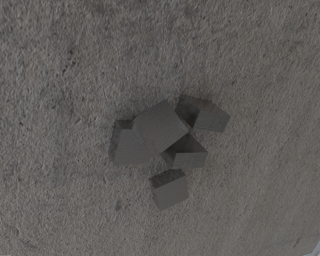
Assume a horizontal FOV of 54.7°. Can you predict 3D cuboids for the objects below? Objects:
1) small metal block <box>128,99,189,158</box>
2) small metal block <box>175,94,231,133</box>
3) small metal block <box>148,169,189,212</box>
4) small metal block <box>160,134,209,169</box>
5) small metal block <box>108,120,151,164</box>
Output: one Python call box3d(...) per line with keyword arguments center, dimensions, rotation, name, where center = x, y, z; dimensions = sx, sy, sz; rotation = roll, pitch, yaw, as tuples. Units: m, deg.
box3d(center=(-0.001, 0.000, 0.378), dimensions=(0.050, 0.050, 0.025), rotation=(-35, 178, -37), name="small metal block")
box3d(center=(0.055, -0.019, 0.409), dimensions=(0.050, 0.050, 0.025), rotation=(8, 115, -32), name="small metal block")
box3d(center=(0.014, 0.092, 0.472), dimensions=(0.050, 0.025, 0.050), rotation=(-22, 127, -16), name="small metal block")
box3d(center=(0.029, 0.031, 0.426), dimensions=(0.050, 0.050, 0.025), rotation=(1, 118, -29), name="small metal block")
box3d(center=(-0.035, 0.018, 0.399), dimensions=(0.050, 0.025, 0.050), rotation=(2, 117, -30), name="small metal block")
